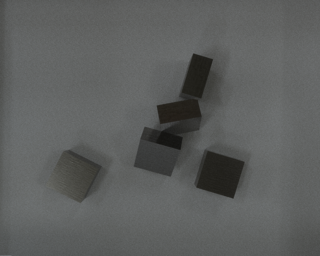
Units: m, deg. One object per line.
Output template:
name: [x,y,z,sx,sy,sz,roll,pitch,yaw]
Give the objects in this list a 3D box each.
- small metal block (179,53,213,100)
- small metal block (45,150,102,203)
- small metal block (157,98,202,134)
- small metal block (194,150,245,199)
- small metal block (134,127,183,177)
small metal block: [0.045,-0.063,0.400,0.025,0.050,0.050,17,90,0]
small metal block: [-0.113,0.063,0.410,0.050,0.025,0.050,27,90,-1]
small metal block: [0.024,-0.012,0.396,0.050,0.050,0.025,-11,70,-1]
small metal block: [0.078,0.060,0.413,0.050,0.025,0.050,17,90,-1]
small metal block: [-0.003,0.031,0.399,0.050,0.025,0.050,16,129,-1]
